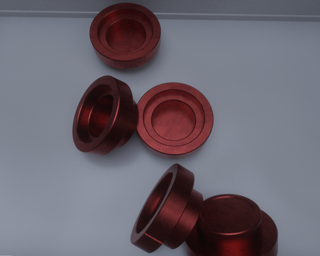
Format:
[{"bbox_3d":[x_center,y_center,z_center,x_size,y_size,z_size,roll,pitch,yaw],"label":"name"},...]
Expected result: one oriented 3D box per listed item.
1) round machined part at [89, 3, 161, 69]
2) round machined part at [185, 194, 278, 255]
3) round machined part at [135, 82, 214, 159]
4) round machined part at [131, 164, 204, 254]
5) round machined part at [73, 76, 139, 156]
[{"bbox_3d":[-0.048,-0.127,0.447,0.099,0.042,0.098,0,70,-1],"label":"round machined part"},{"bbox_3d":[0.074,0.107,0.331,0.099,0.098,0.042,-10,111,-4],"label":"round machined part"},{"bbox_3d":[0.017,-0.007,0.403,0.099,0.042,0.098,0,70,-1],"label":"round machined part"},{"bbox_3d":[0.011,0.091,0.340,0.042,0.098,0.098,32,72,-5],"label":"round machined part"},{"bbox_3d":[-0.064,-0.012,0.386,0.042,0.098,0.098,22,63,-40],"label":"round machined part"}]
